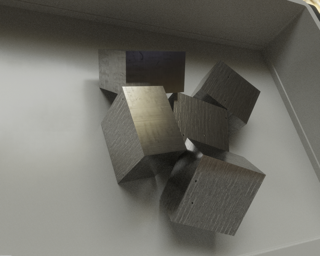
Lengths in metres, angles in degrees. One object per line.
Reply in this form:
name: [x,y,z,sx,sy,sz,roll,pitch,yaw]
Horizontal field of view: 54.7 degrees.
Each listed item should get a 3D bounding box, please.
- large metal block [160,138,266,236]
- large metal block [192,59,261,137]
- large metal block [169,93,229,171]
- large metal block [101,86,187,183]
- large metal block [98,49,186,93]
large metal block: [0.058,0.067,0.352,0.081,0.080,0.050,19,12,-19]
large metal block: [0.094,-0.043,0.467,0.080,0.050,0.080,38,51,-3]
large metal block: [0.042,0.008,0.408,0.081,0.050,0.080,18,55,-19]
large metal block: [-0.023,0.008,0.353,0.050,0.080,0.080,-6,65,-31]
large metal block: [-0.025,-0.073,0.394,0.081,0.080,0.050,-8,108,-31]
